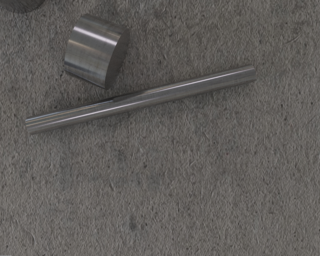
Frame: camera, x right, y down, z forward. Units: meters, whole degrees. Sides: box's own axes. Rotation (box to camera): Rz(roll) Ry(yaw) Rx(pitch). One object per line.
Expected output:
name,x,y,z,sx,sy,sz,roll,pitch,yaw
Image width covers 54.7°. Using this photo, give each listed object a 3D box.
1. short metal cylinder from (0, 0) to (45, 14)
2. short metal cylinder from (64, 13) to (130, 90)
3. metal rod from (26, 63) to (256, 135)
short metal cylinder,-0.190,-0.195,0.396,0.081,0.050,0.080,0,90,0
short metal cylinder,-0.075,-0.093,0.382,0.050,0.080,0.080,21,90,0
metal rod,-0.024,-0.038,0.409,0.302,0.025,0.025,-14,90,0
